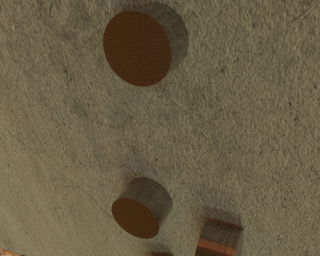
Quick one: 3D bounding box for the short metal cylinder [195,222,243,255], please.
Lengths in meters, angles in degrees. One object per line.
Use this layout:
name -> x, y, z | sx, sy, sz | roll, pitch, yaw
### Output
short metal cylinder -> 0.084, 0.179, 0.437 | 0.050, 0.080, 0.079 | 9, 122, 23

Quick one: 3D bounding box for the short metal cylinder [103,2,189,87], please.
short metal cylinder -> -0.015, -0.092, 0.341 | 0.080, 0.050, 0.079 | 13, 124, 21

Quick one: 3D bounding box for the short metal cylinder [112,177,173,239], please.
short metal cylinder -> -0.027, 0.124, 0.482 | 0.080, 0.050, 0.079 | 13, 124, 21
